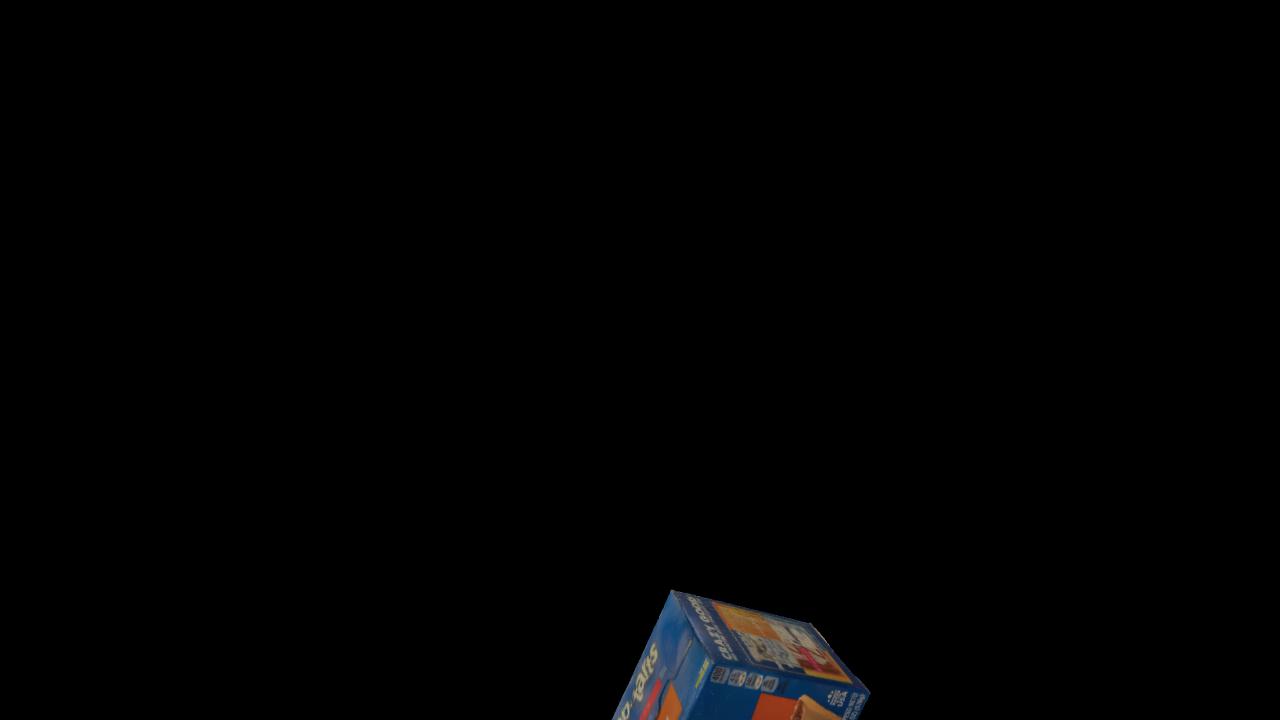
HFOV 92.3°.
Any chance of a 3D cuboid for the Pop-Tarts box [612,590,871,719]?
[{"bbox_3d":[0.061,0.278,0.455,0.141,0.167,0.083,22,5,-21],"label":"Pop-Tarts box"}]
